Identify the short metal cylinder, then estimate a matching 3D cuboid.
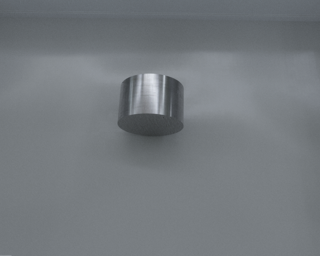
[{"bbox_3d":[-0.011,-0.026,0.387,0.080,0.080,0.050,2,70,1],"label":"short metal cylinder"}]
